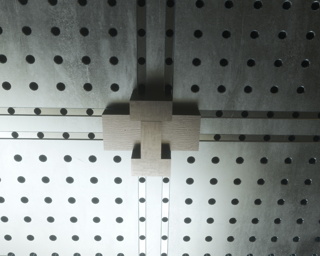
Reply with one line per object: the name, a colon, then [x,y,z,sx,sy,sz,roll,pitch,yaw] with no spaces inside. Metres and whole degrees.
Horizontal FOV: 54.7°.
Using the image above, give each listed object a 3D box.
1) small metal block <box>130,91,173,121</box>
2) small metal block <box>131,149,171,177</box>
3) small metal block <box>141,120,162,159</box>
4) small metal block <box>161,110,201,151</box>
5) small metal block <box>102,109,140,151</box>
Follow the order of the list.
small metal block: [-0.011,-0.029,0.389,0.050,0.050,0.025,1,110,-1]
small metal block: [-0.011,0.042,0.415,0.050,0.050,0.025,1,110,-1]
small metal block: [-0.011,0.007,0.402,0.025,0.050,0.050,1,110,-1]
small metal block: [0.027,0.003,0.414,0.050,0.025,0.050,1,110,-1]
small metal block: [-0.049,0.002,0.413,0.050,0.025,0.050,0,110,-1]
